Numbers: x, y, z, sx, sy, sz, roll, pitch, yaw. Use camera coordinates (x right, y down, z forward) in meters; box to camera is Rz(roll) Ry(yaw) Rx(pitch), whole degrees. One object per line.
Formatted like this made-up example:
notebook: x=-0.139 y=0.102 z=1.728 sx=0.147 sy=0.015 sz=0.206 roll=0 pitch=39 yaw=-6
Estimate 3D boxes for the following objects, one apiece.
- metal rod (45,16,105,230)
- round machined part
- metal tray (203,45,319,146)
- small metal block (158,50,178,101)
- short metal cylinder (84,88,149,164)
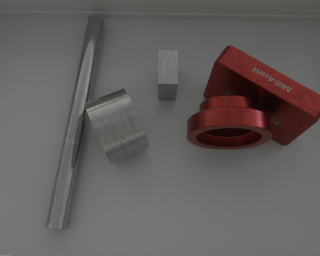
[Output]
metal rod: x=-0.109 y=-0.021 z=0.415 sx=0.025 sy=0.025 sz=0.299 roll=5 pitch=70 yaw=1
round machined part: x=0.082 y=-0.007 z=0.374 sx=0.099 sy=0.098 sz=0.042 roll=2 pitch=71 yaw=0
metal tray: x=0.124 y=-0.037 z=0.389 sx=0.130 sy=0.090 sz=0.030 roll=33 pitch=70 yaw=11
small metal block: x=0.010 y=-0.071 z=0.422 sx=0.025 sy=0.050 sz=0.050 roll=1 pitch=70 yaw=0
short metal cylinder: x=-0.053 y=-0.003 z=0.381 sx=0.050 sy=0.080 sz=0.080 roll=-24 pitch=72 yaw=-9
